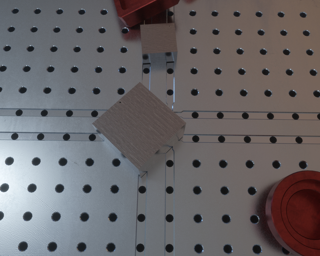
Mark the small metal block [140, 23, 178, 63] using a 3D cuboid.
[{"bbox_3d":[-0.002,-0.125,0.457,0.050,0.025,0.050,-4,70,-2],"label":"small metal block"}]

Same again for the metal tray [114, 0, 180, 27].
[{"bbox_3d":[-0.032,-0.231,0.475,0.090,0.030,0.130,-21,71,15],"label":"metal tray"}]

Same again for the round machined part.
[{"bbox_3d":[0.174,0.103,0.366,0.099,0.042,0.098,0,70,0],"label":"round machined part"}]

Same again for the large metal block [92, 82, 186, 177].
[{"bbox_3d":[-0.025,0.003,0.397,0.080,0.050,0.080,43,75,14],"label":"large metal block"}]
